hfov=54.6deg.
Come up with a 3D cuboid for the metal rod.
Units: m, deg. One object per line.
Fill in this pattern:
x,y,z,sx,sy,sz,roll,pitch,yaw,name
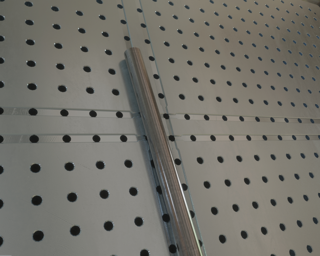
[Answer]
-0.001,0.022,0.393,0.025,0.025,0.299,-3,63,-29,metal rod
